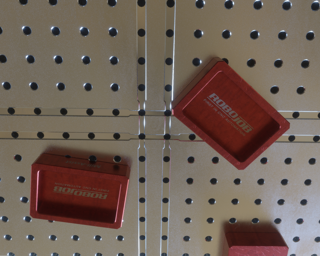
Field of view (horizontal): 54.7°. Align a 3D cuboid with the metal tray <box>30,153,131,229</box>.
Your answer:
[{"bbox_3d":[-0.113,0.091,0.442,0.131,0.030,0.089,9,110,-4],"label":"metal tray"}]

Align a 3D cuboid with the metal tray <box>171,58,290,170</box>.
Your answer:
[{"bbox_3d":[0.091,-0.016,0.405,0.130,0.030,0.090,39,105,-14],"label":"metal tray"}]

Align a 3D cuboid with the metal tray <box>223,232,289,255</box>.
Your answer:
[{"bbox_3d":[0.147,0.231,0.498,0.091,0.030,0.129,1,110,-1],"label":"metal tray"}]
